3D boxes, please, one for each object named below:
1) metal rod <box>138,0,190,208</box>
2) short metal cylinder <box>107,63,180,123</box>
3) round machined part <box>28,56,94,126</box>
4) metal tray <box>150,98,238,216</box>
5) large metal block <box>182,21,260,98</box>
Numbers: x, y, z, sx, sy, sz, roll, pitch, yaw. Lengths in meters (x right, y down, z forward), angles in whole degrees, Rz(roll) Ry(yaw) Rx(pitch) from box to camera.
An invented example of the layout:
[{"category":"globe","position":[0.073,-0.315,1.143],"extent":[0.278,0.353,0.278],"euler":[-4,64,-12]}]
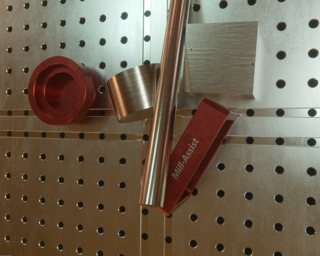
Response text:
[{"category":"metal rod","position":[0.012,-0.063,0.352],"extent":[0.025,0.025,0.299],"euler":[1,69,20]},{"category":"short metal cylinder","position":[-0.021,-0.042,0.391],"extent":[0.080,0.080,0.050],"euler":[-19,84,19]},{"category":"round machined part","position":[-0.138,-0.052,0.452],"extent":[0.098,0.042,0.097],"euler":[0,90,20]},{"category":"metal tray","position":[0.041,0.032,0.363],"extent":[0.030,0.090,0.129],"euler":[32,100,17]},{"category":"large metal block","position":[0.075,-0.079,0.373],"extent":[0.080,0.050,0.079],"euler":[4,92,19]}]
